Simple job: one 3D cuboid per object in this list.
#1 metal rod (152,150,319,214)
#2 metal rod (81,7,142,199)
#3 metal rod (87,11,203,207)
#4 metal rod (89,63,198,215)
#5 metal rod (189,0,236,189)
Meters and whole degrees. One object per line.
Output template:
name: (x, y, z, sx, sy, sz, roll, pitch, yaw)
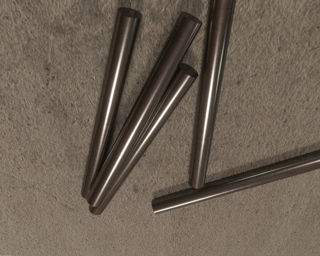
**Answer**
metal rod: (0.128, 0.083, 0.480, 0.301, 0.025, 0.025, -20, 128, 15)
metal rod: (-0.072, -0.006, 0.401, 0.025, 0.025, 0.298, 12, 129, -11)
metal rod: (-0.033, -0.002, 0.389, 0.025, 0.025, 0.298, 20, 122, -17)
metal rod: (-0.037, 0.035, 0.436, 0.025, 0.025, 0.298, 22, 127, -18)
metal rod: (0.059, -0.029, 0.382, 0.025, 0.025, 0.298, 0, 130, -1)
